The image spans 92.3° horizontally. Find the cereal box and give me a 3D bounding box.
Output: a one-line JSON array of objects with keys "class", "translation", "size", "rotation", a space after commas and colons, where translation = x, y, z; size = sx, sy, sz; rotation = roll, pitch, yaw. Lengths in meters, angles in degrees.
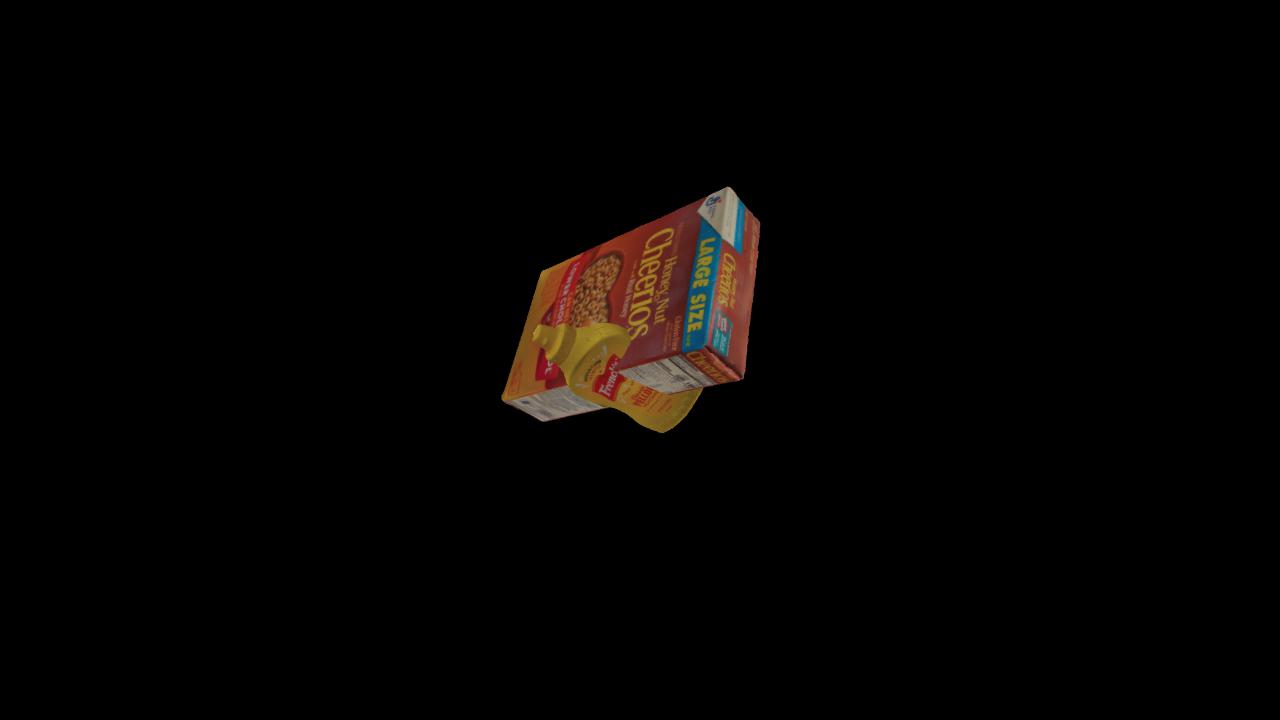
[{"class": "cereal box", "translation": [-0.015, -0.052, 0.704], "size": [0.306, 0.203, 0.081], "rotation": [-15, -39, 40]}]

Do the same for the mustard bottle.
[{"class": "mustard bottle", "translation": [-0.028, 0.009, 0.643], "size": [0.184, 0.092, 0.054], "rotation": [26, 33, -23]}]
